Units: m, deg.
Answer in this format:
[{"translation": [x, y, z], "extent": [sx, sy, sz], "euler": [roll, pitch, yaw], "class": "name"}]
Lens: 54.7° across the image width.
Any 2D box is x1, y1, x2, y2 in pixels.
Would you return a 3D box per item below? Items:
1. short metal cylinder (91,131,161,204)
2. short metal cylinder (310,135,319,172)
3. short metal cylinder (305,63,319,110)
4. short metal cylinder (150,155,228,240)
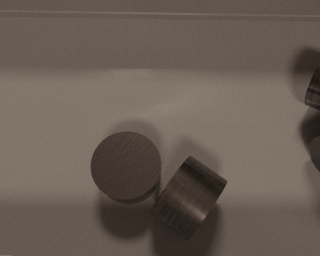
[{"translation": [-0.039, 0.050, 0.378], "extent": [0.081, 0.050, 0.080], "euler": [0, 70, 0], "class": "short metal cylinder"}, {"translation": [0.231, 0.033, 0.371], "extent": [0.050, 0.080, 0.080], "euler": [-28, 73, -10], "class": "short metal cylinder"}, {"translation": [0.231, -0.056, 0.397], "extent": [0.050, 0.080, 0.080], "euler": [31, 71, 33], "class": "short metal cylinder"}, {"translation": [0.033, 0.078, 0.352], "extent": [0.050, 0.080, 0.080], "euler": [35, 74, 11], "class": "short metal cylinder"}]
